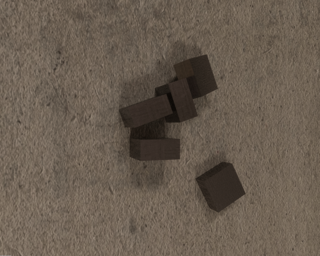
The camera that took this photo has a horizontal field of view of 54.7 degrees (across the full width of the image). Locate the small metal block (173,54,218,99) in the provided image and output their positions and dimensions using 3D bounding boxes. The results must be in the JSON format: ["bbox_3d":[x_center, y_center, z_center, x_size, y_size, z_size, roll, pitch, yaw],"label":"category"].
[{"bbox_3d":[0.049,-0.068,0.416,0.050,0.025,0.050,-29,102,-51],"label":"small metal block"}]

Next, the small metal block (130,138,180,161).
[{"bbox_3d":[-0.008,0.026,0.394,0.050,0.050,0.025,0,90,-20],"label":"small metal block"}]

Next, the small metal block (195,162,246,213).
[{"bbox_3d":[0.087,0.083,0.443,0.050,0.025,0.050,-29,100,-18],"label":"small metal block"}]

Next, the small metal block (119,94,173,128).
[{"bbox_3d":[-0.019,-0.021,0.390,0.050,0.050,0.025,-21,98,-19],"label":"small metal block"}]

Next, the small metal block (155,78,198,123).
[{"bbox_3d":[0.020,-0.035,0.404,0.025,0.050,0.050,-20,97,-18],"label":"small metal block"}]
